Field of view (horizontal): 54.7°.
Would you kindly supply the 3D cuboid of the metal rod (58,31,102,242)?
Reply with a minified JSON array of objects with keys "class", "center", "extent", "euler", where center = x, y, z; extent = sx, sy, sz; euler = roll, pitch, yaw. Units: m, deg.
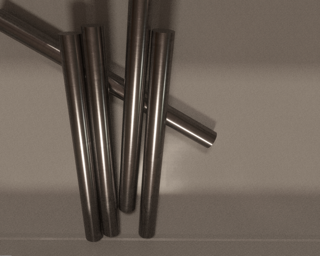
[{"class":"metal rod","center":[-0.100,0.030,0.405],"extent":[0.025,0.025,0.298],"euler":[0,116,-1]}]

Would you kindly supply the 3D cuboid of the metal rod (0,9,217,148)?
[{"class":"metal rod","center":[-0.060,-0.056,0.389],"extent":[0.301,0.025,0.025],"euler":[29,107,-11]}]

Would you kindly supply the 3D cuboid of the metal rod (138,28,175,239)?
[{"class":"metal rod","center":[-0.008,0.027,0.400],"extent":[0.025,0.025,0.298],"euler":[4,118,-2]}]

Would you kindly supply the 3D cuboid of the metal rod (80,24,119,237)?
[{"class":"metal rod","center":[-0.073,0.022,0.401],"extent":[0.025,0.025,0.298],"euler":[0,117,-1]}]

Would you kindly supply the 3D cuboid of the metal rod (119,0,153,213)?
[{"class":"metal rod","center":[-0.033,-0.014,0.381],"extent":[0.025,0.025,0.298],"euler":[5,119,-3]}]
